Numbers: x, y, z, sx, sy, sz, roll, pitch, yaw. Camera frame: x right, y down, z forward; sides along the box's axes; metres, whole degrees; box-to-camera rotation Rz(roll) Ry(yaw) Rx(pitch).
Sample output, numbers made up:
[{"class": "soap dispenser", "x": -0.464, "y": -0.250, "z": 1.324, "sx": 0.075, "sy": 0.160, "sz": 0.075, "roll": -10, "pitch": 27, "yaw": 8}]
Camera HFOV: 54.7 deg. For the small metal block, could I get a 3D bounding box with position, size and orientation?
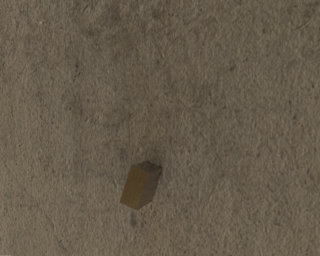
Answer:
[{"class": "small metal block", "x": -0.023, "y": 0.073, "z": 0.403, "sx": 0.025, "sy": 0.050, "sz": 0.050, "roll": 20, "pitch": 97, "yaw": 18}]
